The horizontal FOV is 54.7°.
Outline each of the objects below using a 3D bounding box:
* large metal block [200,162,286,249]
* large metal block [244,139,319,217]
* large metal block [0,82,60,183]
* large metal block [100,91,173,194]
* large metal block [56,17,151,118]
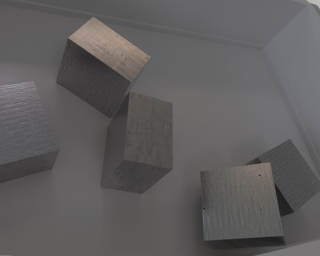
[{"bbox_3d":[0.094,0.091,0.357,0.050,0.080,0.080,54,31,-52],"label":"large metal block"},{"bbox_3d":[0.167,0.072,0.435,0.081,0.050,0.080,-20,72,-35],"label":"large metal block"},{"bbox_3d":[-0.155,0.007,0.302,0.081,0.050,0.080,-15,69,-34],"label":"large metal block"},{"bbox_3d":[-0.026,0.019,0.344,0.050,0.080,0.080,14,56,-20],"label":"large metal block"},{"bbox_3d":[-0.070,-0.070,0.375,0.080,0.080,0.050,35,51,-6],"label":"large metal block"}]
